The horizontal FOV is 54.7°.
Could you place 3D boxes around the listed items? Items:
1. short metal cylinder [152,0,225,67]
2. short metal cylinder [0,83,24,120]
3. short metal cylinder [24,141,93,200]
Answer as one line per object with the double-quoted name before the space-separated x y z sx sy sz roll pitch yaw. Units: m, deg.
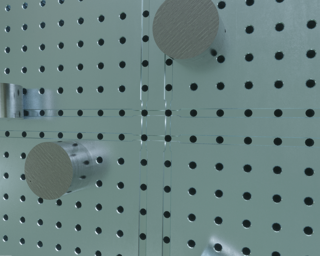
"short metal cylinder" 0.037 -0.120 0.386 0.080 0.050 0.079 0 90 19
"short metal cylinder" -0.251 -0.038 0.470 0.080 0.080 0.050 -3 89 19
"short metal cylinder" -0.146 0.059 0.449 0.080 0.050 0.079 0 90 19
